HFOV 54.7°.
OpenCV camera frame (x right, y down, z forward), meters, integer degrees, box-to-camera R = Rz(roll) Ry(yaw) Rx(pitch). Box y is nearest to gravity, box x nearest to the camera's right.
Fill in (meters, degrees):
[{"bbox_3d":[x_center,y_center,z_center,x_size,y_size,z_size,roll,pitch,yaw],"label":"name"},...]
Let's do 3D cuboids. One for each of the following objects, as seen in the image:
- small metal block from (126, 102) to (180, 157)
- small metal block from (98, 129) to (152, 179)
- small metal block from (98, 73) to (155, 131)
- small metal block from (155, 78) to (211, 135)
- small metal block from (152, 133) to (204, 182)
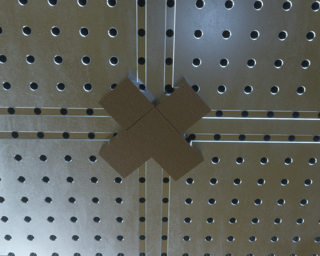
[{"bbox_3d":[-0.009,0.002,0.413,0.050,0.025,0.050,-39,106,13],"label":"small metal block"},{"bbox_3d":[-0.047,0.033,0.425,0.050,0.025,0.050,-39,106,13],"label":"small metal block"},{"bbox_3d":[-0.042,-0.034,0.400,0.050,0.025,0.050,-39,106,13],"label":"small metal block"},{"bbox_3d":[0.030,-0.029,0.403,0.050,0.025,0.050,-39,106,13],"label":"small metal block"},{"bbox_3d":[0.024,0.037,0.427,0.050,0.025,0.050,-39,106,13],"label":"small metal block"}]
